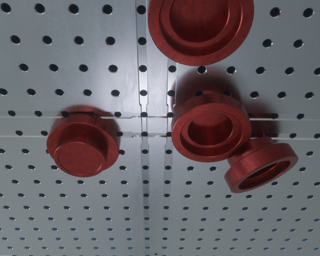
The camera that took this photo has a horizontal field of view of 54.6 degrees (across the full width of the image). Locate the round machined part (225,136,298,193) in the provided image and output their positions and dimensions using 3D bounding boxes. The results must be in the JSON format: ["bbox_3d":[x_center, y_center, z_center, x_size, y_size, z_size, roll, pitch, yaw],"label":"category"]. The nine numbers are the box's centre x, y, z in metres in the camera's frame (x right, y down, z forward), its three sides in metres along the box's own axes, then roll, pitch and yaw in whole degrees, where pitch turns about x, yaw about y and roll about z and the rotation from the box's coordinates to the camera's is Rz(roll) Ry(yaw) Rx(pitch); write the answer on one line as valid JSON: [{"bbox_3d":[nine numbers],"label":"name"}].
[{"bbox_3d":[0.133,0.047,0.425,0.099,0.042,0.098,-18,150,-10],"label":"round machined part"}]

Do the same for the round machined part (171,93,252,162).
[{"bbox_3d":[0.063,-0.004,0.397,0.099,0.042,0.097,0,130,0],"label":"round machined part"}]

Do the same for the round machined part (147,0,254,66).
[{"bbox_3d":[0.037,-0.114,0.304,0.099,0.042,0.097,0,130,0],"label":"round machined part"}]

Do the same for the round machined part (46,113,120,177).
[{"bbox_3d":[-0.106,0.030,0.425,0.099,0.042,0.097,0,130,0],"label":"round machined part"}]
